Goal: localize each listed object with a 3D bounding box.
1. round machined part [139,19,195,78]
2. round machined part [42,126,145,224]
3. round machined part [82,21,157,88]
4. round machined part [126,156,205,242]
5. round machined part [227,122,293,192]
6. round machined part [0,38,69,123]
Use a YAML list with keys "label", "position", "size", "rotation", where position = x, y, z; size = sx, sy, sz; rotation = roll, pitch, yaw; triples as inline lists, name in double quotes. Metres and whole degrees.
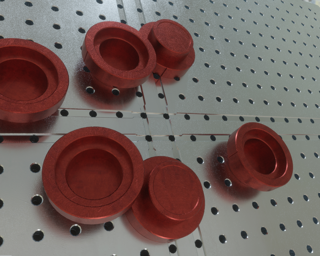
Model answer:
- label: "round machined part"
  position: [0.013, -0.130, 0.482]
  size: [0.099, 0.042, 0.098]
  rotation: [13, 56, -21]
- label: "round machined part"
  position: [-0.068, 0.050, 0.321]
  size: [0.099, 0.042, 0.098]
  rotation: [6, 58, -10]
- label: "round machined part"
  position: [-0.058, -0.094, 0.423]
  size: [0.099, 0.042, 0.098]
  rotation: [13, 56, -21]
- label: "round machined part"
  position: [0.010, 0.076, 0.356]
  size: [0.099, 0.042, 0.098]
  rotation: [14, 56, -21]
- label: "round machined part"
  position: [0.136, 0.044, 0.443]
  size: [0.099, 0.042, 0.098]
  rotation: [13, 56, -21]
- label: "round machined part"
  position: [-0.155, -0.048, 0.343]
  size: [0.099, 0.042, 0.098]
  rotation: [13, 56, -21]
